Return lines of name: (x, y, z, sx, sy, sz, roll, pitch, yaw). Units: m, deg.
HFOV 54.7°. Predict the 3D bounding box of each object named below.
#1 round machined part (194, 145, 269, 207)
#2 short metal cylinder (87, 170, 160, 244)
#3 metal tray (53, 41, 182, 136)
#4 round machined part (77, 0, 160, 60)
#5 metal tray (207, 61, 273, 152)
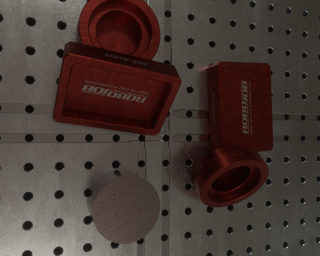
round machined part: (0.093, 0.062, 0.422, 0.099, 0.042, 0.097, -11, 134, -12)
short metal cylinder: (-0.046, 0.095, 0.383, 0.081, 0.050, 0.079, 0, 90, -20)
metal tray: (-0.051, -0.041, 0.364, 0.131, 0.030, 0.089, 9, 127, -20)
round machined part: (-0.053, -0.115, 0.385, 0.099, 0.042, 0.097, 0, 90, -21)
metal tray: (0.119, -0.029, 0.455, 0.091, 0.030, 0.129, -3, 91, -20)
